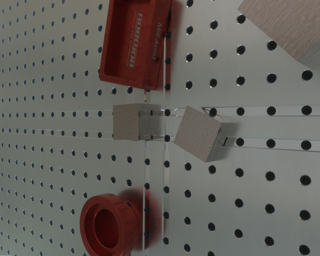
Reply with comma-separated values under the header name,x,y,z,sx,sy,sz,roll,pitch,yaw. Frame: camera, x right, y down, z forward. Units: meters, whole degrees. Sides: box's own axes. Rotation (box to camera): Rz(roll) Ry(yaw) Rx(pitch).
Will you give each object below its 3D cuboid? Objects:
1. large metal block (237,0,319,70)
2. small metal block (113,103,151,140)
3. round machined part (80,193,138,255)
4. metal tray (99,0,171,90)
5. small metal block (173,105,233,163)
name,x,y,z,sx,sy,sz,roll,pitch,yaw
large metal block,0.134,-0.113,0.282,0.080,0.050,0.080,-51,61,27
small metal block,-0.040,-0.008,0.440,0.050,0.025,0.050,-1,89,39
round machined part,-0.071,0.145,0.454,0.098,0.042,0.097,0,90,39
metal tray,-0.038,-0.124,0.434,0.090,0.030,0.129,16,100,38
small metal block,0.050,0.006,0.367,0.050,0.025,0.050,31,109,35
